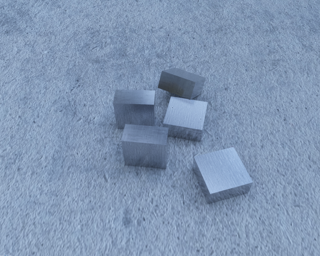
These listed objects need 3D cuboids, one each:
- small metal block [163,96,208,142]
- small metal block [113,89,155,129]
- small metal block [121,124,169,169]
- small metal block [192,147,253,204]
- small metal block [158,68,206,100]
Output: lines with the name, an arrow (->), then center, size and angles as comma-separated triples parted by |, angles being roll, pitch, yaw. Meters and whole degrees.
small metal block -> 0.034, -0.012, 0.414 | 0.050, 0.025, 0.050 | 10, 51, 8
small metal block -> -0.032, -0.023, 0.406 | 0.050, 0.050, 0.025 | 2, 50, 2
small metal block -> -0.016, 0.023, 0.368 | 0.050, 0.050, 0.025 | 5, 50, 4
small metal block -> 0.071, 0.054, 0.358 | 0.050, 0.025, 0.050 | -13, 51, -11
small metal block -> 0.032, -0.065, 0.444 | 0.050, 0.025, 0.050 | 22, 23, 17
